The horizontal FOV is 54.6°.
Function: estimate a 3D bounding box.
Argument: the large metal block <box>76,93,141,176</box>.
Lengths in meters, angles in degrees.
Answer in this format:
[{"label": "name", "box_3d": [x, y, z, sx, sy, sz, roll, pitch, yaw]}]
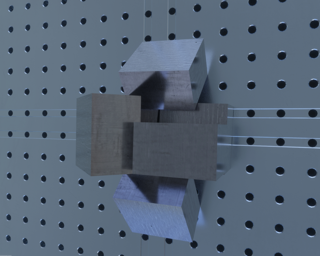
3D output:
[{"label": "large metal block", "box_3d": [-0.060, 0.006, 0.343, 0.050, 0.080, 0.080, 1, 91, -25]}]

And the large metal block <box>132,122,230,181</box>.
[{"label": "large metal block", "box_3d": [0.026, 0.020, 0.321, 0.080, 0.080, 0.050, 2, 91, 20]}]

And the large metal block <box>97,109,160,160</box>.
[{"label": "large metal block", "box_3d": [-0.035, 0.006, 0.412, 0.080, 0.050, 0.080, 7, 93, 20]}]

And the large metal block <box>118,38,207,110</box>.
[{"label": "large metal block", "box_3d": [0.008, -0.066, 0.373, 0.080, 0.080, 0.050, 2, 129, 20]}]

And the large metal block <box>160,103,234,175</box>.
[{"label": "large metal block", "box_3d": [0.045, 0.011, 0.383, 0.080, 0.050, 0.080, 3, 91, 20]}]

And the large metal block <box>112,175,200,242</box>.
[{"label": "large metal block", "box_3d": [0.000, 0.091, 0.378, 0.080, 0.050, 0.080, 2, 136, 20]}]
